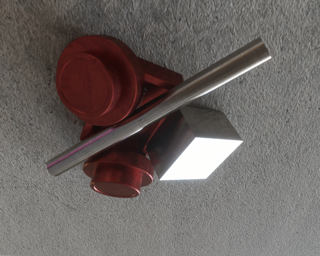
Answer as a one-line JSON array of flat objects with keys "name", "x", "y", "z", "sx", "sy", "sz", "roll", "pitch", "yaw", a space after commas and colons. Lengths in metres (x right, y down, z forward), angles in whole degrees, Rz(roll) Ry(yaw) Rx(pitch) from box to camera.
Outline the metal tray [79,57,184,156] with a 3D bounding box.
[{"name": "metal tray", "x": -0.037, "y": -0.022, "z": 0.386, "sx": 0.091, "sy": 0.030, "sz": 0.129, "roll": 19, "pitch": 128, "yaw": -16}]

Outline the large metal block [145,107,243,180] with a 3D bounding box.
[{"name": "large metal block", "x": 0.042, "y": 0.021, "z": 0.392, "sx": 0.081, "sy": 0.050, "sz": 0.080, "roll": 6, "pitch": 134, "yaw": -37}]

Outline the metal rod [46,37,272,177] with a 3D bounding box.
[{"name": "metal rod", "x": -0.019, "y": -0.013, "z": 0.359, "sx": 0.300, "sy": 0.025, "sz": 0.025, "roll": -28, "pitch": 125, "yaw": 22}]

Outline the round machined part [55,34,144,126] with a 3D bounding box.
[{"name": "round machined part", "x": -0.070, "y": -0.048, "z": 0.330, "sx": 0.098, "sy": 0.042, "sz": 0.097, "roll": 7, "pitch": 111, "yaw": 19}]

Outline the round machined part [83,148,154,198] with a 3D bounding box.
[{"name": "round machined part", "x": -0.059, "y": 0.067, "z": 0.432, "sx": 0.099, "sy": 0.042, "sz": 0.098, "roll": 6, "pitch": 151, "yaw": 4}]
